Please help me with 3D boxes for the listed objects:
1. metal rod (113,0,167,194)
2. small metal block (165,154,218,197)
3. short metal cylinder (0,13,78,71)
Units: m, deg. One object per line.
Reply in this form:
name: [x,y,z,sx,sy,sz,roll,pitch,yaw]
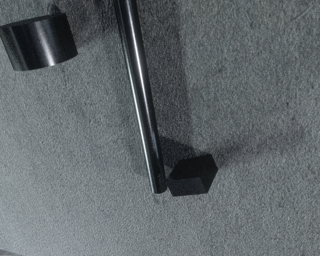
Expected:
metal rod: [-0.023,-0.040,0.392,0.025,0.025,0.298,5,121,25]
small metal block: [0.042,0.062,0.406,0.050,0.050,0.025,-14,111,33]
short metal cylinder: [-0.148,-0.107,0.381,0.080,0.080,0.050,3,120,26]
